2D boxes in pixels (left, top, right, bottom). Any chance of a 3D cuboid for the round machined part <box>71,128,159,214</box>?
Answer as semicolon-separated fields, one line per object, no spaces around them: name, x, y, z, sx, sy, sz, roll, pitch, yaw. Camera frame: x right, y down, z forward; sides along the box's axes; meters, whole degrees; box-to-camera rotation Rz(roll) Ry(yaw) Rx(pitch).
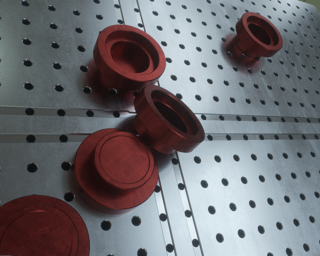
round machined part;-0.046;0.043;0.348;0.099;0.042;0.098;14;56;-21

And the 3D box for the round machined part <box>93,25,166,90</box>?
round machined part;-0.045;-0.093;0.431;0.099;0.042;0.098;14;56;-21

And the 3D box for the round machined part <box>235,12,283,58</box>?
round machined part;0.189;-0.177;0.610;0.099;0.042;0.098;14;56;-21

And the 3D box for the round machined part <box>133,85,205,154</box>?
round machined part;0.006;-0.006;0.390;0.098;0.042;0.098;34;26;-19

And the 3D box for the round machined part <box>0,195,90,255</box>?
round machined part;-0.111;0.106;0.273;0.099;0.042;0.098;14;56;-21
